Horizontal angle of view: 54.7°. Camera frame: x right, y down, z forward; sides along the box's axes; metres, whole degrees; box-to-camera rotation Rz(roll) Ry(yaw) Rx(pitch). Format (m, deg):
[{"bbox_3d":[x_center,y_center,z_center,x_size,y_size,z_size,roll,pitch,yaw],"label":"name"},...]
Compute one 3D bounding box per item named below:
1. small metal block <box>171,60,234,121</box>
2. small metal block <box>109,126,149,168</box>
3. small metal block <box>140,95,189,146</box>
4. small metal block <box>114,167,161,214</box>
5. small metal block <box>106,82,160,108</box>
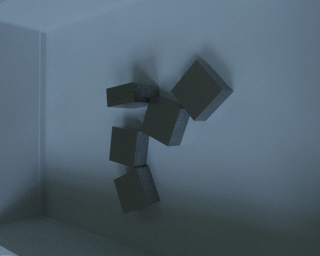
[{"bbox_3d":[0.049,-0.043,0.365,0.050,0.025,0.050,-49,61,28],"label":"small metal block"},{"bbox_3d":[-0.044,0.026,0.441,0.050,0.025,0.050,10,97,39],"label":"small metal block"},{"bbox_3d":[0.007,-0.010,0.399,0.050,0.025,0.050,28,107,36],"label":"small metal block"},{"bbox_3d":[-0.033,0.087,0.432,0.050,0.025,0.050,-30,71,35],"label":"small metal block"},{"bbox_3d":[-0.036,-0.043,0.418,0.050,0.050,0.025,-7,86,39],"label":"small metal block"}]
